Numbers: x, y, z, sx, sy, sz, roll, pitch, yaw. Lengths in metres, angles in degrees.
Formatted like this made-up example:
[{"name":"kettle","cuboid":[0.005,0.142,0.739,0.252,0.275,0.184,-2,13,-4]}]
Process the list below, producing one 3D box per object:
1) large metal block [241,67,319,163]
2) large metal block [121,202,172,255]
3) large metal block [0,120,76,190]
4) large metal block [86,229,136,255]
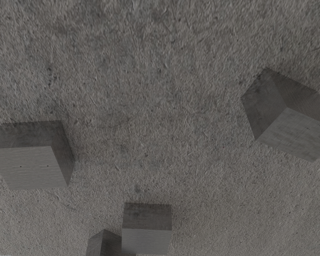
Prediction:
[{"name":"large metal block","cuboid":[0.149,-0.016,0.359,0.080,0.080,0.050,20,127,-17]},{"name":"large metal block","cuboid":[-0.024,0.177,0.541,0.081,0.050,0.079,4,130,-4]},{"name":"large metal block","cuboid":[-0.170,0.038,0.421,0.080,0.050,0.080,-3,130,2]},{"name":"large metal block","cuboid":[-0.093,0.251,0.583,0.080,0.080,0.050,35,122,-26]}]
